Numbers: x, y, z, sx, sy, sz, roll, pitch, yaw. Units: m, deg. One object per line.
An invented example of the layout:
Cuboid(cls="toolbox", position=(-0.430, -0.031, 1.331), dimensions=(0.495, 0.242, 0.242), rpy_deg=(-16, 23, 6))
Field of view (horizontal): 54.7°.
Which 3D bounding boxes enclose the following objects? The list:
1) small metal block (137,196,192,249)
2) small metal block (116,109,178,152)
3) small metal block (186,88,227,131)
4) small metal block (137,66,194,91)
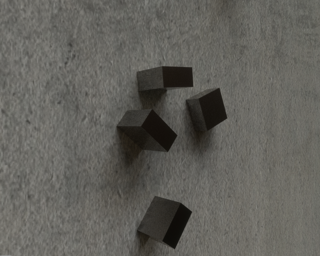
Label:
Cuboid(cls="small metal block", position=(0.006, 0.119, 0.396), dimensions=(0.025, 0.050, 0.050), rpy_deg=(44, 63, -32))
Cuboid(cls="small metal block", position=(-0.016, 0.003, 0.377), dimensions=(0.050, 0.050, 0.025), rpy_deg=(46, 63, -31))
Cuboid(cls="small metal block", position=(0.071, -0.028, 0.467), dimensions=(0.050, 0.025, 0.050), rpy_deg=(-29, 108, -37))
Cuboid(cls="small metal block", position=(0.006, -0.062, 0.396), dimensions=(0.050, 0.050, 0.025), rpy_deg=(-8, 95, -40))
